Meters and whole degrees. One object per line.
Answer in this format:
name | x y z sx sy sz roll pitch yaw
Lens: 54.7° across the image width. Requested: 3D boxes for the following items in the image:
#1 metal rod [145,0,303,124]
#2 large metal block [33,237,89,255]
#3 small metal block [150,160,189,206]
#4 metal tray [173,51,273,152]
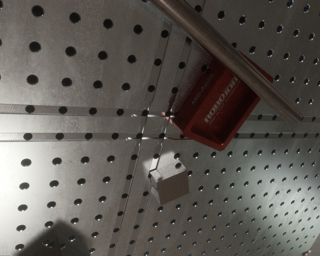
metal rod | 0.100 -0.074 0.382 0.301 0.025 0.025 28 103 -37
large metal block | -0.150 0.218 0.449 0.080 0.050 0.080 -38 130 -3
small metal block | 0.015 0.084 0.474 0.050 0.025 0.050 -20 127 -17
metal tray | 0.089 -0.037 0.435 0.090 0.030 0.129 24 105 -37
